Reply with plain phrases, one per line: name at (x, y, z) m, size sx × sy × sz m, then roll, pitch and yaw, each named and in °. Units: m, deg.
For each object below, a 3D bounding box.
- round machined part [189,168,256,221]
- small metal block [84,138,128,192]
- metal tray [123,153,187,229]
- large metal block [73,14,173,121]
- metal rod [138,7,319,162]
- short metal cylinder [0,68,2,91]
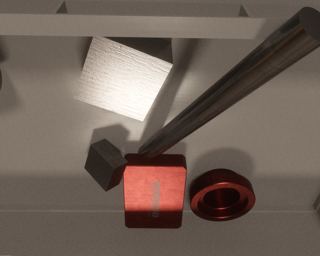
round machined part at (0.095, 0.101, 0.486) m, size 0.099 × 0.042 × 0.097 m, roll -1°, pitch 130°, yaw 0°
small metal block at (-0.077, 0.052, 0.434) m, size 0.050 × 0.025 × 0.050 m, roll 42°, pitch 131°, yaw 22°
metal tray at (-0.009, 0.100, 0.479) m, size 0.091 × 0.030 × 0.129 m, roll 1°, pitch 122°, yaw -2°
large metal block at (-0.040, -0.063, 0.338) m, size 0.081 × 0.050 × 0.079 m, roll 18°, pitch 128°, yaw -16°
metal rod at (0.037, -0.013, 0.313) m, size 0.025 × 0.025 × 0.299 m, roll 19°, pitch 154°, yaw -16°
short metal cylinder at (-0.215, -0.058, 0.320) m, size 0.050 × 0.080 × 0.080 m, roll -17°, pitch 128°, yaw 13°
